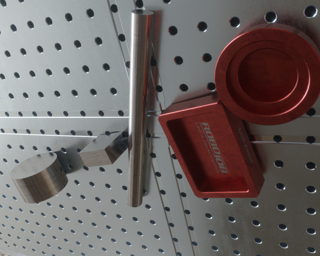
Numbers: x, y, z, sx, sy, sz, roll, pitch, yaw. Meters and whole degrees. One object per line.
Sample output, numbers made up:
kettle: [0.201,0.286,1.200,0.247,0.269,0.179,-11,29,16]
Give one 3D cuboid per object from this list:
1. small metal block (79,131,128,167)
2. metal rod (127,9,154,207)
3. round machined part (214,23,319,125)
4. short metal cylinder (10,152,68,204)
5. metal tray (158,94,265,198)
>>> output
small metal block: [-0.081,0.031,0.455,0.050,0.050,0.025,-10,114,32]
metal rod: [-0.030,-0.004,0.423,0.025,0.025,0.298,17,125,18]
round machined part: [0.108,-0.055,0.309,0.098,0.042,0.097,13,124,20]
short metal cylinder: [-0.207,0.084,0.534,0.080,0.080,0.050,-3,117,29]
metal tray: [0.064,0.027,0.384,0.090,0.030,0.129,-11,113,38]
